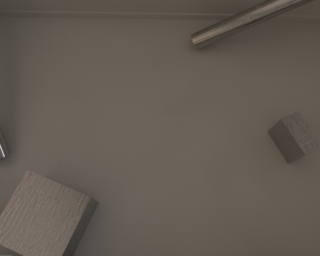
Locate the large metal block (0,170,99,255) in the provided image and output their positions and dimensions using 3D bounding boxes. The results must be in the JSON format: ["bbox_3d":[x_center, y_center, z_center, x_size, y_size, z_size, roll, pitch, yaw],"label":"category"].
[{"bbox_3d":[-0.129,0.105,0.357,0.080,0.050,0.080,22,71,7],"label":"large metal block"}]

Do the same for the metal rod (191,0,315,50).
[{"bbox_3d":[0.183,-0.172,0.402,0.300,0.025,0.025,-19,69,22],"label":"metal rod"}]

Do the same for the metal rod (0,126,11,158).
[{"bbox_3d":[-0.246,-0.104,0.376,0.025,0.025,0.298,-18,98,-7],"label":"metal rod"}]

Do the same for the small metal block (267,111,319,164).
[{"bbox_3d":[0.169,0.013,0.394,0.025,0.050,0.050,-25,72,-9],"label":"small metal block"}]
